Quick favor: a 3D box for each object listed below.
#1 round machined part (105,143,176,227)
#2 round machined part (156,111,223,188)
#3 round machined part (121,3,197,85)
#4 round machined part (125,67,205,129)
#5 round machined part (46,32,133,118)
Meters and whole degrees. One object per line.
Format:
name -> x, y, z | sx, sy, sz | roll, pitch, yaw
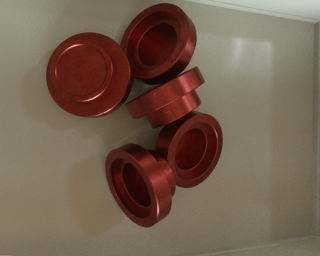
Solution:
round machined part -> -0.020, 0.063, 0.368 | 0.042, 0.098, 0.097 | -23, 99, -37
round machined part -> 0.034, 0.025, 0.403 | 0.099, 0.042, 0.097 | -15, 114, -37
round machined part -> 0.002, -0.099, 0.383 | 0.042, 0.098, 0.098 | 24, 80, -55
round machined part -> 0.011, -0.033, 0.376 | 0.099, 0.098, 0.042 | -31, 98, -18
round machined part -> -0.083, -0.061, 0.352 | 0.099, 0.042, 0.097 | 0, 88, 5
